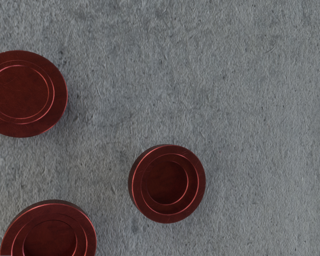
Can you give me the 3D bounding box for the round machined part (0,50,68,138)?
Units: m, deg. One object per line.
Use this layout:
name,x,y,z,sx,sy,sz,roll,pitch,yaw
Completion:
round machined part,-0.154,-0.038,0.343,0.099,0.042,0.097,0,90,-20

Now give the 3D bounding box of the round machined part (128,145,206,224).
round machined part,0.006,0.069,0.402,0.099,0.042,0.097,0,90,-20

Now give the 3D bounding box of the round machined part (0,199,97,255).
round machined part,-0.125,0.130,0.354,0.099,0.042,0.097,0,90,-20
